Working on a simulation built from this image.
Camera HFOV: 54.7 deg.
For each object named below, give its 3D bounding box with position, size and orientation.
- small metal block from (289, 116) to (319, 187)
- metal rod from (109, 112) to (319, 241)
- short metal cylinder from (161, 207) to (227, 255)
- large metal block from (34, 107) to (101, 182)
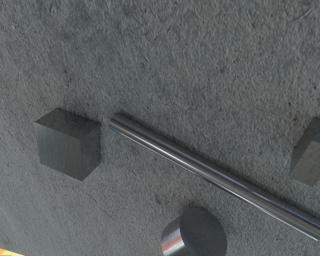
[{"bbox_3d":[0.159,0.024,0.322,0.025,0.050,0.050,24,127,13],"label":"small metal block"},{"bbox_3d":[0.066,0.058,0.408,0.301,0.025,0.025,28,128,10],"label":"metal rod"},{"bbox_3d":[0.049,0.162,0.446,0.080,0.080,0.050,40,129,0],"label":"short metal cylinder"},{"bbox_3d":[-0.140,0.025,0.480,0.080,0.050,0.079,19,126,17],"label":"large metal block"}]
